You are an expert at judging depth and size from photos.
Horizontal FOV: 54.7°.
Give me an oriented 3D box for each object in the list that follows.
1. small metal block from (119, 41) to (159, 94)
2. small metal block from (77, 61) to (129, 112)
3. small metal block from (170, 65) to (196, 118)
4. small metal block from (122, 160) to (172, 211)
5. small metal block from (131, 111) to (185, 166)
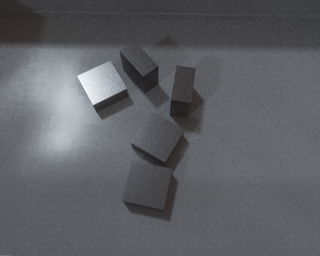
[{"bbox_3d":[-0.028,-0.082,0.426,0.025,0.050,0.050,-38,75,-13],"label":"small metal block"},{"bbox_3d":[-0.079,-0.058,0.430,0.050,0.025,0.050,-28,73,-10],"label":"small metal block"},{"bbox_3d":[0.030,-0.048,0.414,0.025,0.050,0.050,8,70,3],"label":"small metal block"},{"bbox_3d":[-0.015,0.072,0.383,0.050,0.025,0.050,12,70,4],"label":"small metal block"},{"bbox_3d":[-0.002,0.014,0.404,0.050,0.025,0.050,30,72,10],"label":"small metal block"}]
